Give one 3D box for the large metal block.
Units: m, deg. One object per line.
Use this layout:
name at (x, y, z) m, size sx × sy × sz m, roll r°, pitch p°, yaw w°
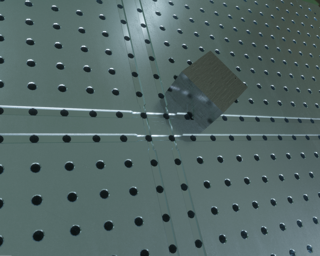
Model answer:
large metal block at (0.071, -0.058, 0.465) m, size 0.080 × 0.050 × 0.080 m, roll 46°, pitch 51°, yaw 3°
